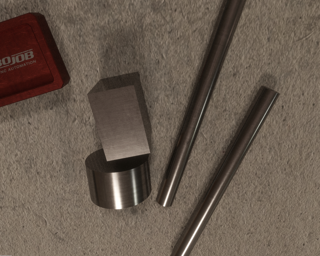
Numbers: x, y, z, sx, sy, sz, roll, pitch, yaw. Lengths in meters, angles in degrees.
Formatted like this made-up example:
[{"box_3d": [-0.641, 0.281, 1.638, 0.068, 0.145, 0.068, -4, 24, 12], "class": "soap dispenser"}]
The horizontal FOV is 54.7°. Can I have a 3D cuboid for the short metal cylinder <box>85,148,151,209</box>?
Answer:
[{"box_3d": [-0.053, 0.061, 0.402, 0.081, 0.080, 0.050, -3, 110, 1], "class": "short metal cylinder"}]

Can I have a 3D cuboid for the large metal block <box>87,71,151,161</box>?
[{"box_3d": [-0.044, -0.017, 0.373, 0.050, 0.080, 0.079, -11, 110, 4], "class": "large metal block"}]

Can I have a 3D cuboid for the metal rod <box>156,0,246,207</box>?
[{"box_3d": [0.048, -0.028, 0.400, 0.025, 0.025, 0.298, 15, 109, -6], "class": "metal rod"}]

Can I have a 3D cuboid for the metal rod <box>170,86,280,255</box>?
[{"box_3d": [0.083, 0.080, 0.440, 0.025, 0.025, 0.298, 21, 109, -8], "class": "metal rod"}]

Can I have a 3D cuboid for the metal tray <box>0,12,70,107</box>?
[{"box_3d": [-0.189, -0.076, 0.376, 0.131, 0.030, 0.089, -16, 110, 5], "class": "metal tray"}]
